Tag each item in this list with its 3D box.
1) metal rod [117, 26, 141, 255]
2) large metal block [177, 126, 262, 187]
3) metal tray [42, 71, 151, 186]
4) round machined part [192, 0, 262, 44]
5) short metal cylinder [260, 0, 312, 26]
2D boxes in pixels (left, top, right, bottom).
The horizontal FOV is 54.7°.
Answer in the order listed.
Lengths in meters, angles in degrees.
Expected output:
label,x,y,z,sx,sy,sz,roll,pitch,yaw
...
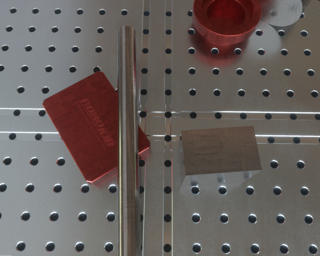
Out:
label,x,y,z,sx,sy,sz,roll,pitch,yaw
metal rod,-0.039,0.008,0.375,0.025,0.025,0.299,-2,70,-1
large metal block,0.065,0.037,0.370,0.081,0.080,0.050,-4,70,-2
metal tray,-0.083,-0.001,0.409,0.090,0.030,0.130,-31,73,-11
round machined part,0.097,-0.166,0.464,0.099,0.042,0.098,0,70,0
short metal cylinder,0.182,-0.199,0.458,0.080,0.080,0.050,34,73,11
